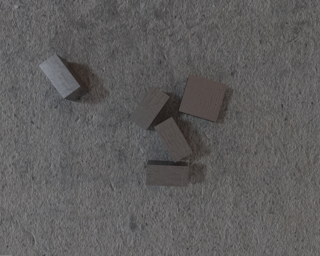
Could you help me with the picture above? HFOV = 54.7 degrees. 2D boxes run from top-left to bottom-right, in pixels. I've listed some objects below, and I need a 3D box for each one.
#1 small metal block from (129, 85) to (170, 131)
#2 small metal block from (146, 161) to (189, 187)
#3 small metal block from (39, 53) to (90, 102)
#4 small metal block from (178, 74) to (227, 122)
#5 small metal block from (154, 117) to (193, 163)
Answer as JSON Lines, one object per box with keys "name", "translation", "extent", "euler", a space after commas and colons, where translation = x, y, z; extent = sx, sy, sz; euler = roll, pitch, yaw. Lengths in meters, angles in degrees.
{"name": "small metal block", "translation": [-0.013, -0.024, 0.397], "extent": [0.025, 0.050, 0.050], "euler": [35, 90, 0]}
{"name": "small metal block", "translation": [0.009, 0.057, 0.397], "extent": [0.050, 0.050, 0.025], "euler": [2, 90, 0]}
{"name": "small metal block", "translation": [-0.120, -0.063, 0.396], "extent": [0.025, 0.050, 0.050], "euler": [-37, 90, 0]}
{"name": "small metal block", "translation": [0.055, -0.039, 0.410], "extent": [0.050, 0.025, 0.050], "euler": [16, 90, 0]}
{"name": "small metal block", "translation": [0.016, 0.014, 0.397], "extent": [0.025, 0.050, 0.050], "euler": [-30, 90, 0]}
